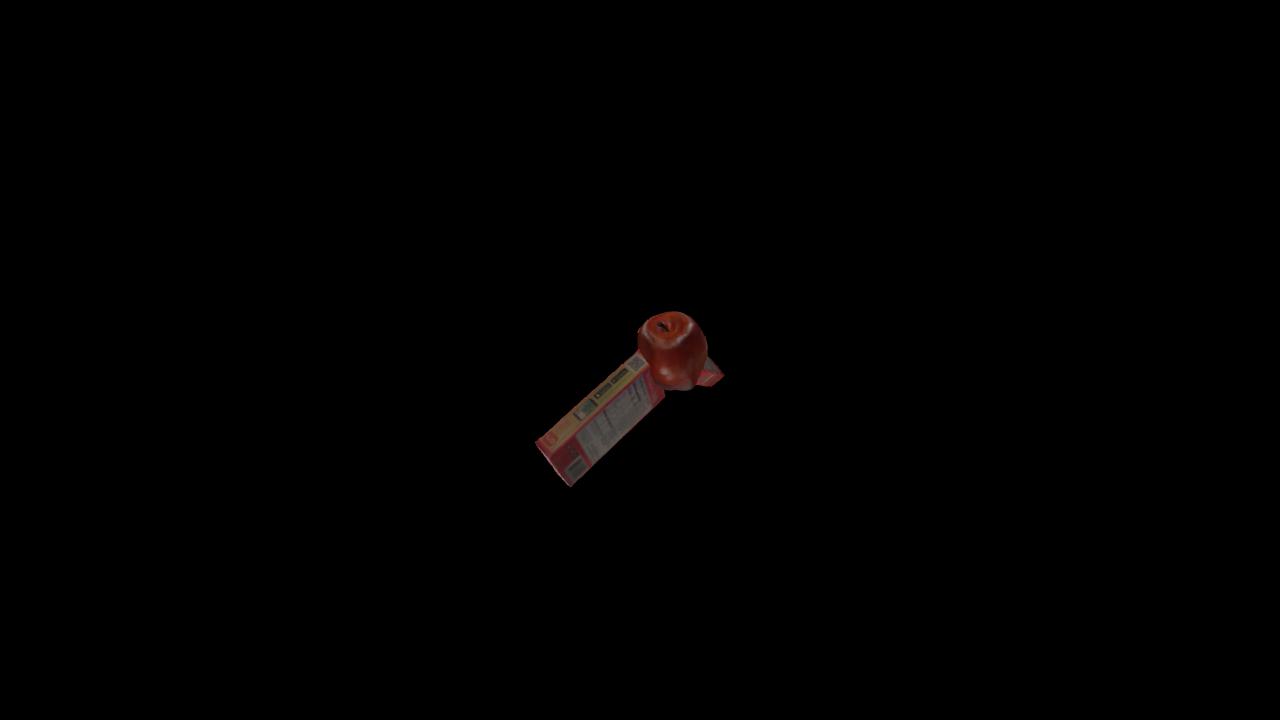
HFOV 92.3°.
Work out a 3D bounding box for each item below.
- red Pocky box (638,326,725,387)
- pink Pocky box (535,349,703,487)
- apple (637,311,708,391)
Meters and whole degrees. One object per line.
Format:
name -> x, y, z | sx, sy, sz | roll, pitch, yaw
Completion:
red Pocky box -> 0.055, -0.006, 0.755 | 0.028, 0.083, 0.155 | -44, -16, 11
pink Pocky box -> -0.039, 0.064, 0.678 | 0.029, 0.155, 0.084 | 39, -18, 29
apple -> 0.035, -0.009, 0.681 | 0.079, 0.079, 0.093 | 0, -44, 20
